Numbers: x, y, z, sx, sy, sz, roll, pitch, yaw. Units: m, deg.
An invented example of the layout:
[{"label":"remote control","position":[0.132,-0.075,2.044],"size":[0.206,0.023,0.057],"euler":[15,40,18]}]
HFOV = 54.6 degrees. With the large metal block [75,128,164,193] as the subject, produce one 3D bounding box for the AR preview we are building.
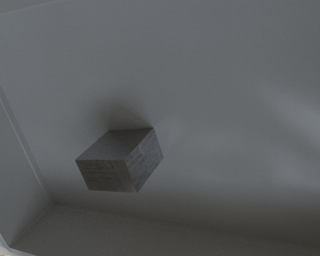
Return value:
[{"label":"large metal block","position":[-0.053,0.043,0.428],"size":[0.080,0.080,0.050],"euler":[-3,117,30]}]
